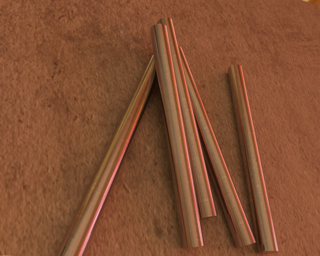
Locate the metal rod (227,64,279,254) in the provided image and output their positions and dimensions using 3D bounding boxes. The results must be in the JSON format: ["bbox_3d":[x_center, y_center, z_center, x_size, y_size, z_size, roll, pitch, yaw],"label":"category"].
[{"bbox_3d":[0.132,0.026,0.461,0.025,0.025,0.299,13,56,-22],"label":"metal rod"}]

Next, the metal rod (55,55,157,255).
[{"bbox_3d":[-0.045,0.013,0.372,0.025,0.025,0.300,28,52,-11],"label":"metal rod"}]

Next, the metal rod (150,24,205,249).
[{"bbox_3d":[0.018,-0.006,0.398,0.025,0.025,0.299,3,66,-27],"label":"metal rod"}]

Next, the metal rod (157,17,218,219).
[{"bbox_3d":[0.032,-0.028,0.427,0.025,0.025,0.299,2,64,-28],"label":"metal rod"}]

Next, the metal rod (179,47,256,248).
[{"bbox_3d":[0.064,0.010,0.433,0.025,0.025,0.299,-3,63,-30],"label":"metal rod"}]
